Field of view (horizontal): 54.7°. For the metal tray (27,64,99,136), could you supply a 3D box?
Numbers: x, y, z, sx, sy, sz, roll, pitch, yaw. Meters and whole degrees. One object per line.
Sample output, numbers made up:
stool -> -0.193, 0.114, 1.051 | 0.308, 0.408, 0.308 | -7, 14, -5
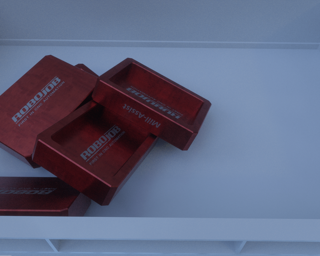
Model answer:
metal tray -> -0.133, -0.030, 0.425 | 0.131, 0.030, 0.090 | -37, 59, -27

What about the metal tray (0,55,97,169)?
metal tray -> -0.144, -0.025, 0.380 | 0.090, 0.030, 0.130 | 27, 61, 16

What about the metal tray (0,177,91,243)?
metal tray -> -0.143, 0.076, 0.304 | 0.131, 0.030, 0.090 | 1, 9, 0

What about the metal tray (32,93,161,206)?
metal tray -> -0.061, 0.015, 0.343 | 0.090, 0.030, 0.131 | 32, 33, 5

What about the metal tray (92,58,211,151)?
metal tray -> -0.006, -0.034, 0.390 | 0.130, 0.030, 0.090 | 30, 34, 4
